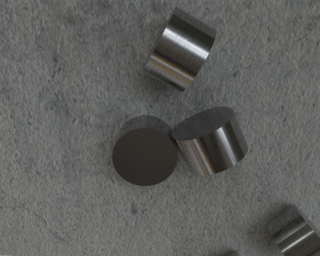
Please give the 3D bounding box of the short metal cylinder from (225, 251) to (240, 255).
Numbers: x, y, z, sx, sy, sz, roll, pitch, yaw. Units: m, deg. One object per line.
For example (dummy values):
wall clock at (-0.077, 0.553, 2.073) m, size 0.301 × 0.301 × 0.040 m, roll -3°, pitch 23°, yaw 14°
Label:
short metal cylinder at (0.111, 0.236, 0.469) m, size 0.050 × 0.080 × 0.080 m, roll -25°, pitch 108°, yaw 9°

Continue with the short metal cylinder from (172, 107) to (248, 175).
short metal cylinder at (0.062, 0.015, 0.387) m, size 0.080 × 0.080 × 0.050 m, roll -24°, pitch 109°, yaw 8°

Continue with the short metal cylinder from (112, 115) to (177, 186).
short metal cylinder at (-0.019, 0.029, 0.407) m, size 0.081 × 0.050 × 0.079 m, roll 0°, pitch 110°, yaw -1°

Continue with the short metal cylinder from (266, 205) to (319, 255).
short metal cylinder at (0.199, 0.157, 0.441) m, size 0.050 × 0.080 × 0.080 m, roll -41°, pitch 105°, yaw 13°

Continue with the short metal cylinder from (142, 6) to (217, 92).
short metal cylinder at (0.020, -0.087, 0.349) m, size 0.050 × 0.080 × 0.080 m, roll 27°, pitch 108°, yaw -10°
